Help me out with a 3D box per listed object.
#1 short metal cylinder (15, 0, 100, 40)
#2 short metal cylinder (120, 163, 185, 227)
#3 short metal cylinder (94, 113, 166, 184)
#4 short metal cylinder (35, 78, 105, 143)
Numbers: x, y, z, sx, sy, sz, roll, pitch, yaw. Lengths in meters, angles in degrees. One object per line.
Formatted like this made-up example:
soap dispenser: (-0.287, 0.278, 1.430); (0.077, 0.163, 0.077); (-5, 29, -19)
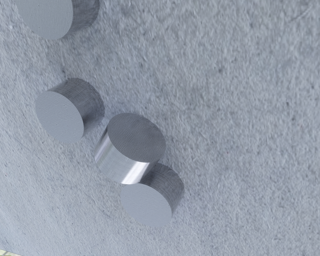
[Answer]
short metal cylinder: (-0.118, -0.149, 0.359); (0.080, 0.050, 0.079); (13, 124, 20)
short metal cylinder: (-0.010, 0.098, 0.455); (0.080, 0.050, 0.079); (13, 124, 20)
short metal cylinder: (-0.039, 0.026, 0.407); (0.080, 0.080, 0.050); (38, 129, 2)
short metal cylinder: (-0.127, -0.025, 0.440); (0.080, 0.050, 0.079); (13, 124, 20)
